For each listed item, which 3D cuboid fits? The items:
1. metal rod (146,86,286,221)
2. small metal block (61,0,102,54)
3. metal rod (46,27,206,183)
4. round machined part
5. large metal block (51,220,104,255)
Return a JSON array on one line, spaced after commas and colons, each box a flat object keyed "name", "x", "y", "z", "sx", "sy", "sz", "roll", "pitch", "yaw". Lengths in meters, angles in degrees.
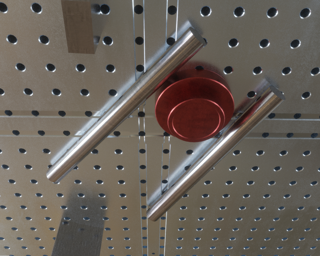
[{"name": "metal rod", "x": 0.065, "y": 0.054, "z": 0.458, "sx": 0.025, "sy": 0.025, "sz": 0.298, "roll": 25, "pitch": 126, "yaw": -20}, {"name": "small metal block", "x": -0.075, "y": -0.107, "z": 0.303, "sx": 0.025, "sy": 0.050, "sz": 0.050, "roll": 2, "pitch": 130, "yaw": -3}, {"name": "metal rod", "x": -0.060, "y": -0.013, "z": 0.399, "sx": 0.025, "sy": 0.025, "sz": 0.299, "roll": 34, "pitch": 122, "yaw": -26}, {"name": "round machined part", "x": 0.043, "y": -0.020, "z": 0.384, "sx": 0.099, "sy": 0.042, "sz": 0.097, "roll": -1, "pitch": 130, "yaw": 0}, {"name": "large metal block", "x": -0.154, "y": 0.224, "z": 0.564, "sx": 0.081, "sy": 0.080, "sz": 0.050, "roll": 17, "pitch": 128, "yaw": -14}]
